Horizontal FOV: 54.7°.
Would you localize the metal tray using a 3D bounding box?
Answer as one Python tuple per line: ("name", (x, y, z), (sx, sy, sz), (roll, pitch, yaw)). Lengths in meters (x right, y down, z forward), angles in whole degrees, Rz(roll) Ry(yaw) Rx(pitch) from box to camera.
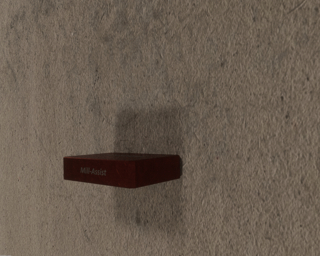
("metal tray", (-0.051, 0.051, 0.402), (0.130, 0.091, 0.030), (-2, 89, 39))
